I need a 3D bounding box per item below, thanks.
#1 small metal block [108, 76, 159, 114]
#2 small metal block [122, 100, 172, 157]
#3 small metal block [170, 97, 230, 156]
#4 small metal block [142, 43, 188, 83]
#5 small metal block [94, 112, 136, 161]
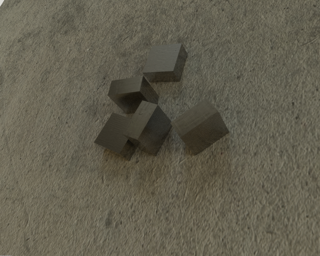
[{"bbox_3d":[-0.036,-0.045,0.434,0.050,0.050,0.025,-4,60,26],"label":"small metal block"},{"bbox_3d":[-0.014,0.001,0.394,0.025,0.050,0.050,18,71,35],"label":"small metal block"},{"bbox_3d":[0.048,0.000,0.363,0.050,0.050,0.025,-36,51,5],"label":"small metal block"},{"bbox_3d":[0.008,-0.096,0.458,0.050,0.025,0.050,3,63,29],"label":"small metal block"},{"bbox_3d":[-0.054,0.011,0.425,0.050,0.025,0.050,19,71,35],"label":"small metal block"}]
